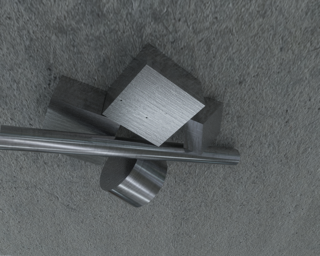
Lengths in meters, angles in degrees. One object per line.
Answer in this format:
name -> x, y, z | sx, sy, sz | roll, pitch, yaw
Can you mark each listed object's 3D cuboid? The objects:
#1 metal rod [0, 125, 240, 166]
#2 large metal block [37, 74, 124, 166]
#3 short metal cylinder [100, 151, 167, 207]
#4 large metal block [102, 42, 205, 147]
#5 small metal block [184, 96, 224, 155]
metal rod -> -0.026, 0.025, 0.376 | 0.302, 0.025, 0.025 | 7, 132, -28
large metal block -> -0.097, -0.008, 0.384 | 0.080, 0.050, 0.079 | 19, 127, -16
short metal cylinder -> -0.037, 0.060, 0.423 | 0.080, 0.080, 0.050 | -36, 122, 26
large metal block -> -0.007, -0.036, 0.358 | 0.080, 0.050, 0.080 | 32, 123, -25
small metal block -> 0.054, -0.003, 0.387 | 0.025, 0.050, 0.050 | 24, 137, 27
